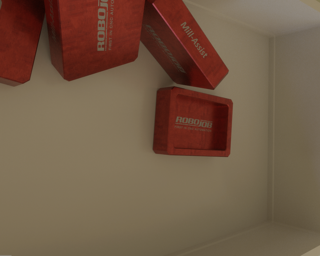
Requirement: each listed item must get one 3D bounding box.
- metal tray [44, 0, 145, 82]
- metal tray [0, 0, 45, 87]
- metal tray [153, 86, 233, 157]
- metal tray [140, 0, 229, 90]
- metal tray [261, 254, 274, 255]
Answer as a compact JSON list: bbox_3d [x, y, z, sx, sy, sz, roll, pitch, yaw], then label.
[{"bbox_3d":[-0.060,-0.114,0.296,0.091,0.030,0.129,-25,148,-30],"label":"metal tray"},{"bbox_3d":[-0.153,-0.112,0.275,0.091,0.030,0.129,16,80,-39],"label":"metal tray"},{"bbox_3d":[0.052,-0.005,0.449,0.131,0.030,0.089,6,86,-40],"label":"metal tray"},{"bbox_3d":[0.016,-0.105,0.375,0.030,0.090,0.130,-50,121,-11],"label":"metal tray"},{"bbox_3d":[0.187,0.281,0.524,0.131,0.090,0.030,-41,105,-33],"label":"metal tray"}]
